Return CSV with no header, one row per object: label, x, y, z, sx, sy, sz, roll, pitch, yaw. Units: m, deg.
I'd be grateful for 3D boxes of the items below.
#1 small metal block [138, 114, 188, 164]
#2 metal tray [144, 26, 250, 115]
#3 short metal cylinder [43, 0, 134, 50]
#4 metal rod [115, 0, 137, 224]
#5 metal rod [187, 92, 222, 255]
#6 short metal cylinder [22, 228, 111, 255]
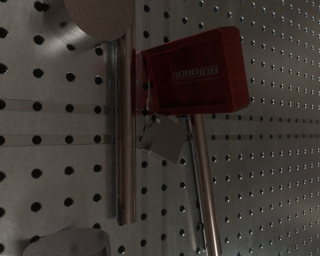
small metal block,0.005,0.015,0.415,0.050,0.025,0.050,32,70,-36
metal tray,0.039,-0.063,0.375,0.030,0.130,0.089,-20,103,-39
short metal cylinder,-0.076,-0.128,0.331,0.081,0.050,0.079,0,90,-40
metal rod,-0.042,-0.036,0.375,0.025,0.025,0.298,-1,91,-40
metal rod,0.063,0.049,0.464,0.025,0.025,0.298,-15,99,-39
short metal cylinder,-0.087,0.138,0.302,0.081,0.080,0.050,-9,96,-40
